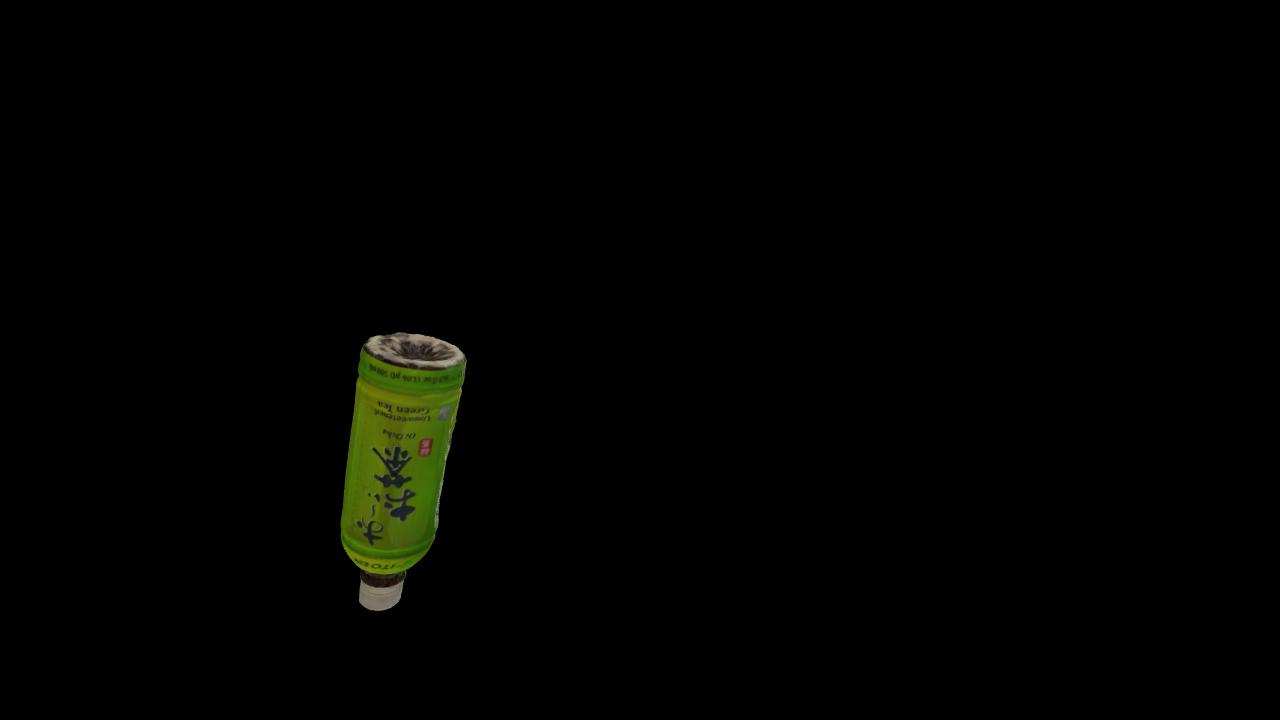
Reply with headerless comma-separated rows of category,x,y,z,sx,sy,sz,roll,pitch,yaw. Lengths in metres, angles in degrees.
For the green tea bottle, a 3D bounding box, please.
green tea bottle,-0.179,0.088,0.451,0.073,0.212,0.073,14,18,-5
